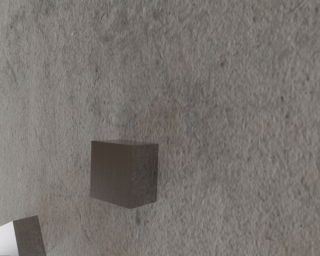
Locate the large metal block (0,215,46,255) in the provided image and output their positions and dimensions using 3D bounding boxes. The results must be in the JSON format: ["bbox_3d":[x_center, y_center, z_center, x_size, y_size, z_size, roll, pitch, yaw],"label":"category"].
[{"bbox_3d":[-0.277,0.226,0.613,0.080,0.050,0.080,-28,73,36],"label":"large metal block"}]

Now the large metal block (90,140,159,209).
[{"bbox_3d":[-0.050,0.059,0.428,0.080,0.050,0.079,3,92,39],"label":"large metal block"}]
